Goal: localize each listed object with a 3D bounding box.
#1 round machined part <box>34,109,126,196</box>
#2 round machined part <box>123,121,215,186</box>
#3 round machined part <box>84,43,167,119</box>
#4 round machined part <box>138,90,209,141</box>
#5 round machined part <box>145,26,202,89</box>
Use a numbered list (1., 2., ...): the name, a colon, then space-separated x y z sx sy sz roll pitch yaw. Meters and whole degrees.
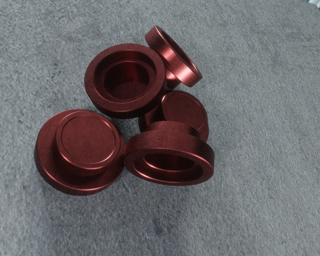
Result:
1. round machined part: -0.082 0.020 0.337 0.099 0.042 0.098 14 56 -21
2. round machined part: 0.012 0.027 0.347 0.099 0.098 0.042 19 58 -18
3. round machined part: -0.040 -0.054 0.388 0.099 0.042 0.098 -2 65 5
4. round machined part: 0.024 -0.011 0.415 0.099 0.042 0.098 14 56 -21
5. round machined part: 0.012 -0.094 0.440 0.098 0.042 0.098 43 19 -18
